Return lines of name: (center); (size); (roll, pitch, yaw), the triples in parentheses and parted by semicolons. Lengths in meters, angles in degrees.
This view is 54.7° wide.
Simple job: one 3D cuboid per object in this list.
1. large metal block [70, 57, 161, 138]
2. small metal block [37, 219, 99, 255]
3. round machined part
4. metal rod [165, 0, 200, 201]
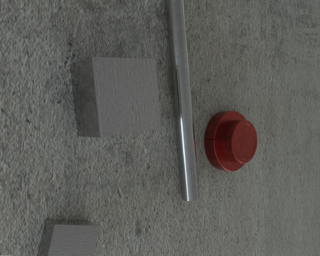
large metal block: (-0.049, -0.035, 0.349); (0.081, 0.050, 0.079); (-9, 96, -40)
small metal block: (-0.097, 0.124, 0.325); (0.050, 0.025, 0.050); (17, 79, -39)
round machined part: (0.119, 0.021, 0.497); (0.099, 0.042, 0.097); (0, 90, -40)
metal rod: (0.031, -0.047, 0.432); (0.025, 0.025, 0.298); (-9, 96, -40)
